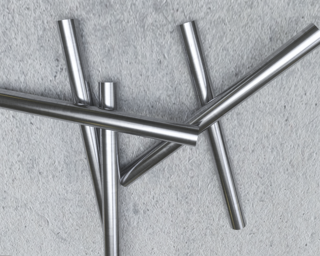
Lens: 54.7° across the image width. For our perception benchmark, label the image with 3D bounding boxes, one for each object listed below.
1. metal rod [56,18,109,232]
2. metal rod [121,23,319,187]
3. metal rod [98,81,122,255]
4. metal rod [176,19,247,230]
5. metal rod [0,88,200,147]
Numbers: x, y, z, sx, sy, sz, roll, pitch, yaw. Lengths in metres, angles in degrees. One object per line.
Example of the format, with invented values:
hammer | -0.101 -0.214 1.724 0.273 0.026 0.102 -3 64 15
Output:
metal rod | -0.091 0.012 0.413 0.025 0.025 0.298 -6 110 2
metal rod | 0.056 -0.013 0.378 0.299 0.025 0.025 -38 106 23
metal rod | -0.066 0.088 0.419 0.025 0.025 0.298 1 102 0
metal rod | 0.074 0.010 0.413 0.025 0.025 0.298 -16 110 6
metal rod | -0.104 -0.018 0.375 0.301 0.025 0.025 11 110 6
